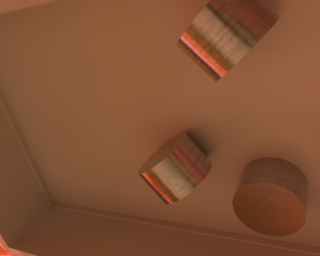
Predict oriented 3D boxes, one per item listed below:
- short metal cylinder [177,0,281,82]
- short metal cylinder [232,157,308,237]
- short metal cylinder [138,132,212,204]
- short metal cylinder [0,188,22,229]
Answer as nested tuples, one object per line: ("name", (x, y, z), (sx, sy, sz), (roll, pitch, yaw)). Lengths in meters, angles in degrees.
("short metal cylinder", (0.061, -0.089, 0.285), (0.050, 0.080, 0.080), (43, 129, -2))
("short metal cylinder", (0.133, 0.082, 0.373), (0.080, 0.050, 0.079), (13, 124, 21))
("short metal cylinder", (0.019, 0.050, 0.394), (0.050, 0.080, 0.080), (49, 129, -7))
("short metal cylinder", (-0.348, 0.174, 0.667), (0.080, 0.080, 0.050), (-4, 117, 30))
